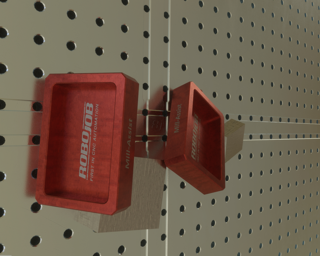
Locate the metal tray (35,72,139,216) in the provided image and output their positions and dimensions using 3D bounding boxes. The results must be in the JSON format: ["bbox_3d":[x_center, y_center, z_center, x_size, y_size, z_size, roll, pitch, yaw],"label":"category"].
[{"bbox_3d":[-0.072,0.013,0.306,0.030,0.090,0.129,12,81,-70],"label":"metal tray"}]

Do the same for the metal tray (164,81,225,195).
[{"bbox_3d":[0.051,0.012,0.417,0.090,0.030,0.130,40,42,-34],"label":"metal tray"}]

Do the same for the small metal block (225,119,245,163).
[{"bbox_3d":[0.108,0.020,0.492,0.050,0.025,0.050,-30,131,-36],"label":"small metal block"}]

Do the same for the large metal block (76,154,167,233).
[{"bbox_3d":[-0.043,0.072,0.359,0.081,0.050,0.080,12,83,-40],"label":"large metal block"}]
